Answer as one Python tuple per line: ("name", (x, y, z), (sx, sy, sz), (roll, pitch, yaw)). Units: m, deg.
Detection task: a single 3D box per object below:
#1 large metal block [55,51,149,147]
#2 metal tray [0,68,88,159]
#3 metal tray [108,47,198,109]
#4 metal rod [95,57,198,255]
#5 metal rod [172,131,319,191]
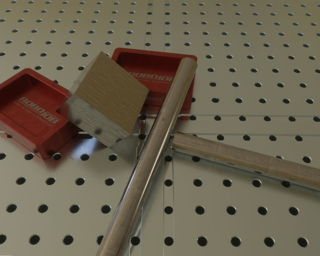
("large metal block", (-0.070, -0.036, 0.394), (0.080, 0.050, 0.080), (38, 48, -22))
("metal tray", (-0.170, -0.025, 0.422), (0.130, 0.030, 0.090), (29, 55, 22))
("metal tray", (-0.013, -0.078, 0.469), (0.131, 0.030, 0.090), (7, 50, 5))
("metal rod", (-0.009, 0.029, 0.360), (0.025, 0.025, 0.300), (16, 58, 12))
("metal rod", (0.162, 0.054, 0.364), (0.301, 0.025, 0.025), (15, 52, 11))
